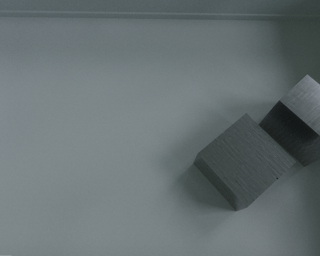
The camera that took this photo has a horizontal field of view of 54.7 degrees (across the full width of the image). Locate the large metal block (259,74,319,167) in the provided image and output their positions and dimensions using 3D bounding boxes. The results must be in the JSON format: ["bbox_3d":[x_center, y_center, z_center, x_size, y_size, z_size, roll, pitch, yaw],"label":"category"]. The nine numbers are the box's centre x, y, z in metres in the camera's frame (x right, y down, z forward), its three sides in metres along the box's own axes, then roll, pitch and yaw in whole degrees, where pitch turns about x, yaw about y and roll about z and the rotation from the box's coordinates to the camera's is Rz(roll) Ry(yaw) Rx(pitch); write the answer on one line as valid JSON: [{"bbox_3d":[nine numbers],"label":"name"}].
[{"bbox_3d":[0.181,-0.006,0.384,0.050,0.080,0.080,-41,75,-13],"label":"large metal block"}]

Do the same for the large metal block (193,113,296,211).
[{"bbox_3d":[0.100,0.043,0.381,0.080,0.050,0.080,-38,75,-13],"label":"large metal block"}]
